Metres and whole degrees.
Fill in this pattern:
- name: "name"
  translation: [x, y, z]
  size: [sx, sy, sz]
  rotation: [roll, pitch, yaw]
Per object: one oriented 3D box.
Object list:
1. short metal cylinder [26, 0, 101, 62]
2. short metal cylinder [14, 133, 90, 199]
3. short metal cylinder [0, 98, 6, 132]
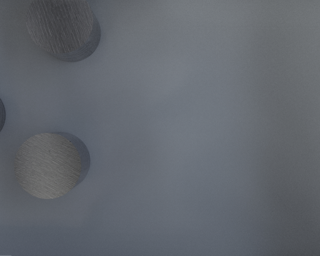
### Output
- name: "short metal cylinder"
  translation: [-0.121, -0.129, 0.397]
  size: [0.081, 0.050, 0.079]
  rotation: [0, 90, -1]
- name: "short metal cylinder"
  translation: [-0.135, 0.045, 0.397]
  size: [0.081, 0.050, 0.079]
  rotation: [0, 90, -1]
- name: "short metal cylinder"
  translation: [-0.250, -0.017, 0.396]
  size: [0.081, 0.050, 0.079]
  rotation: [0, 90, -1]
